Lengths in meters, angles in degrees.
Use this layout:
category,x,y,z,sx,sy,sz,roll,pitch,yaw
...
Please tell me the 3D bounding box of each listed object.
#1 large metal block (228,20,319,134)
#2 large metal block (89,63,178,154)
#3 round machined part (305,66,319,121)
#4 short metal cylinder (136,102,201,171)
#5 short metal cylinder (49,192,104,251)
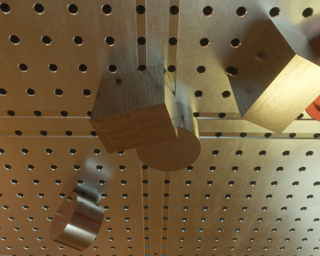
category,x,y,z,sx,sy,sz,roll,pitch,yaw
large metal block,0.123,-0.054,0.330,0.050,0.080,0.080,21,127,-17
large metal block,-0.026,-0.024,0.355,0.080,0.080,0.050,-13,129,10
round machined part,0.208,-0.055,0.355,0.099,0.042,0.097,0,130,0
short metal cylinder,0.011,0.011,0.405,0.081,0.050,0.079,0,130,0
short metal cylinder,-0.135,0.151,0.503,0.050,0.080,0.080,33,122,-25
